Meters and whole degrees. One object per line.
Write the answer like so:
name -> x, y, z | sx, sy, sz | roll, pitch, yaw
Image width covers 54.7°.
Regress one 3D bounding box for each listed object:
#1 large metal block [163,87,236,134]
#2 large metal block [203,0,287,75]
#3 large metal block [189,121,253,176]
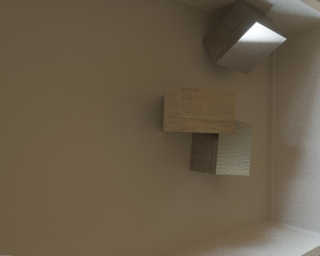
large metal block -> 0.044, -0.019, 0.389 | 0.081, 0.080, 0.050 | 2, 89, -1
large metal block -> 0.128, -0.134, 0.471 | 0.081, 0.080, 0.050 | 7, 50, -40
large metal block -> 0.095, 0.029, 0.472 | 0.081, 0.050, 0.080 | 9, 84, -40
